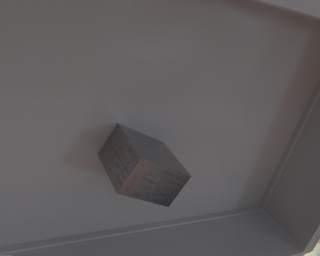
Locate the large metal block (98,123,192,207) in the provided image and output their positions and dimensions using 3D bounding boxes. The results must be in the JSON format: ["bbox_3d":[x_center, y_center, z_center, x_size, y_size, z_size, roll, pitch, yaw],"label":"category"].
[{"bbox_3d":[-0.021,0.046,0.389,0.080,0.080,0.050,25,105,-37],"label":"large metal block"}]
